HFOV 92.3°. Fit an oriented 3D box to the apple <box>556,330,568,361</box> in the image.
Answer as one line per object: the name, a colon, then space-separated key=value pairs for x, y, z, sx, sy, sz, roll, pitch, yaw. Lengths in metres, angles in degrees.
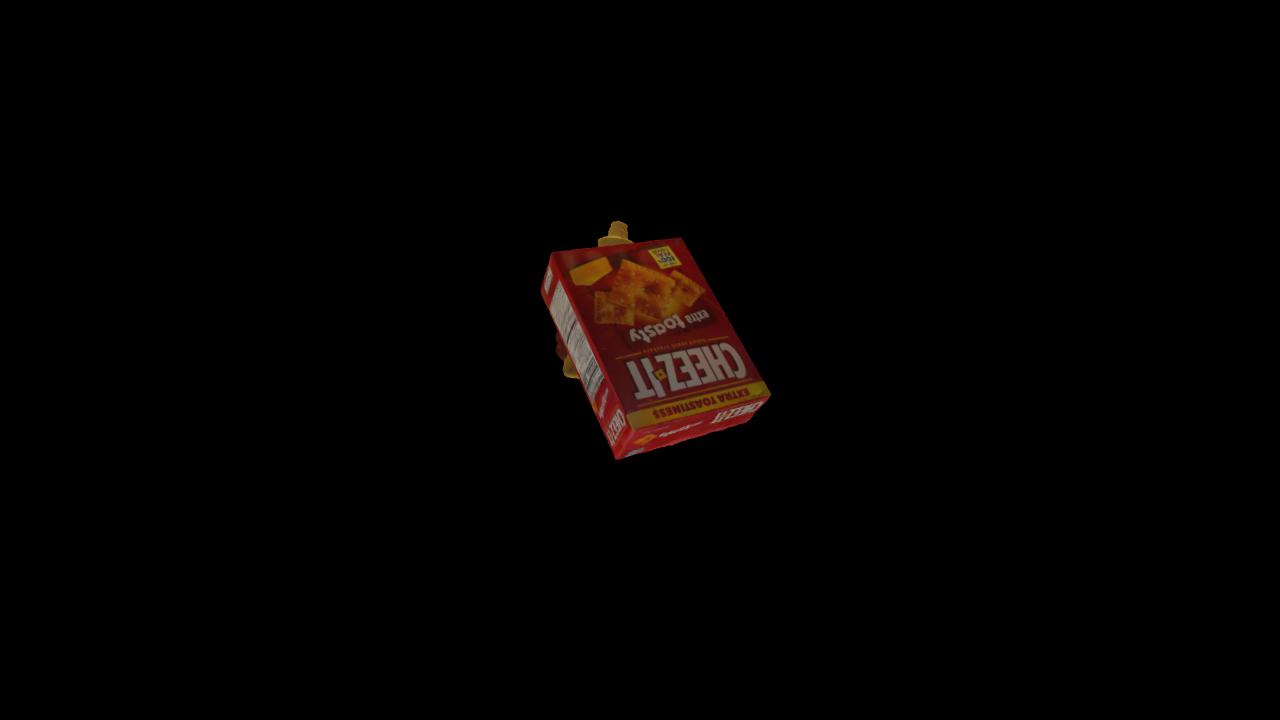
apple: x=-0.047 y=-0.020 z=0.693 sx=0.093 sy=0.079 sz=0.079 roll=2 pitch=0 yaw=-3

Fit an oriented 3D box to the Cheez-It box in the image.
Cheez-It box: x=0.011 y=-0.022 z=0.649 sx=0.166 sy=0.223 sz=0.071 roll=-12 pitch=-29 yaw=-27

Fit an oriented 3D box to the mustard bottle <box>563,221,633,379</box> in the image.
mustard bottle: x=-0.035 y=-0.067 z=0.698 sx=0.092 sy=0.184 sz=0.054 roll=9 pitch=-3 yaw=-40
